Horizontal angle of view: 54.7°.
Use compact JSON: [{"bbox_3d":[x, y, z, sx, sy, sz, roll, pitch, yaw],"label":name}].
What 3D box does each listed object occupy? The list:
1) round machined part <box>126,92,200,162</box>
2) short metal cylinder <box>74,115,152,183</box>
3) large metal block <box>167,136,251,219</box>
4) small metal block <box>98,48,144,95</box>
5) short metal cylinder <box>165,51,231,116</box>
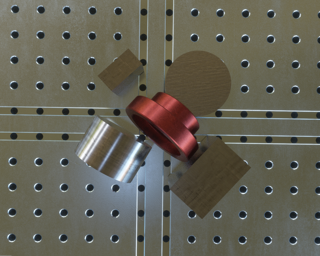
[{"bbox_3d":[0.009,-0.006,0.377,0.098,0.098,0.042,41,78,-1],"label":"round machined part"},{"bbox_3d":[-0.057,0.026,0.385,0.080,0.080,0.050,31,90,-1],"label":"short metal cylinder"},{"bbox_3d":[0.056,0.056,0.387,0.050,0.080,0.080,43,90,-1],"label":"large metal block"},{"bbox_3d":[-0.049,-0.071,0.400,0.050,0.050,0.025,-42,90,0],"label":"small metal block"},{"bbox_3d":[0.046,-0.054,0.401,0.081,0.050,0.079,0,90,-1],"label":"short metal cylinder"}]
